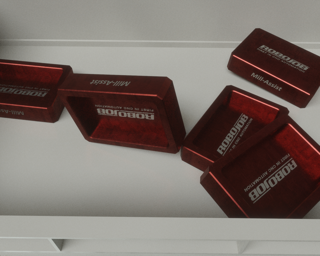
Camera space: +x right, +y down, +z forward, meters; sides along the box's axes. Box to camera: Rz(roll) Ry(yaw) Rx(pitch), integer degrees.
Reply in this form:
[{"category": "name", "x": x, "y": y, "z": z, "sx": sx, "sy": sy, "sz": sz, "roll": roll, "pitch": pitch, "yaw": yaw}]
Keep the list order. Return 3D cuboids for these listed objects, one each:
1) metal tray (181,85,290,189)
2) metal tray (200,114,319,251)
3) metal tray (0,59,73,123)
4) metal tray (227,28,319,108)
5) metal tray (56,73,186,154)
[{"category": "metal tray", "x": 0.097, "y": 0.007, "z": 0.396, "sx": 0.090, "sy": 0.030, "sz": 0.131, "roll": 27, "pitch": 55, "yaw": 21}, {"category": "metal tray", "x": 0.119, "y": 0.050, "z": 0.324, "sx": 0.131, "sy": 0.030, "sz": 0.090, "roll": -29, "pitch": 69, "yaw": -28}, {"category": "metal tray", "x": -0.200, "y": -0.056, "z": 0.447, "sx": 0.131, "sy": 0.030, "sz": 0.090, "roll": 6, "pitch": 50, "yaw": 5}, {"category": "metal tray", "x": 0.182, "y": -0.096, "z": 0.475, "sx": 0.130, "sy": 0.030, "sz": 0.090, "roll": 33, "pitch": 57, "yaw": 18}, {"category": "metal tray", "x": -0.042, "y": -0.017, "z": 0.357, "sx": 0.130, "sy": 0.090, "sz": 0.030, "roll": 6, "pitch": 49, "yaw": 23}]
